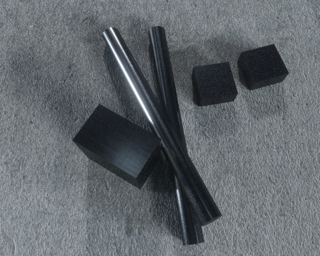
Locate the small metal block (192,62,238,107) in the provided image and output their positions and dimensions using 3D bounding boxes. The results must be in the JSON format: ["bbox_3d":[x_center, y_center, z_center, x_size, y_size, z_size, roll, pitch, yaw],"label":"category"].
[{"bbox_3d":[0.075,-0.061,0.431,0.050,0.025,0.050,-9,70,-4],"label":"small metal block"}]

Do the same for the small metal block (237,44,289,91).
[{"bbox_3d":[0.146,-0.087,0.442,0.050,0.025,0.050,-16,71,-6],"label":"small metal block"}]

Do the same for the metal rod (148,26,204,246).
[{"bbox_3d":[0.017,-0.004,0.409,0.025,0.025,0.299,-8,70,-3],"label":"metal rod"}]

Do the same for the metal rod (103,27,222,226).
[{"bbox_3d":[-0.009,-0.020,0.395,0.025,0.025,0.299,-24,65,-9],"label":"metal rod"}]

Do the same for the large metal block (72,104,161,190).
[{"bbox_3d":[-0.046,0.026,0.369,0.080,0.080,0.050,29,73,10],"label":"large metal block"}]
